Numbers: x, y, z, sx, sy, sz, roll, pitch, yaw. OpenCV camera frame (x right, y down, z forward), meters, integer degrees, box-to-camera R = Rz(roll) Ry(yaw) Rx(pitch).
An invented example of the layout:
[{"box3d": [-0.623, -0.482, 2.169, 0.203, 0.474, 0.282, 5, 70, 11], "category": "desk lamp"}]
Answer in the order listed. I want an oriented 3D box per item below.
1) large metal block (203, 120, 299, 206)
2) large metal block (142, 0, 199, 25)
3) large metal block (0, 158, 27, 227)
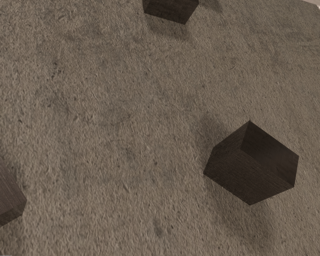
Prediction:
[{"box3d": [0.117, 0.048, 0.404, 0.080, 0.080, 0.050, 35, 51, -6], "category": "large metal block"}, {"box3d": [0.015, -0.238, 0.543, 0.081, 0.050, 0.080, 7, 59, -25], "category": "large metal block"}, {"box3d": [-0.173, 0.056, 0.260, 0.081, 0.050, 0.080, -29, 78, -38], "category": "large metal block"}]
